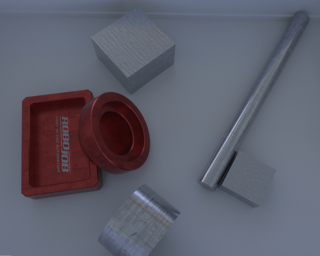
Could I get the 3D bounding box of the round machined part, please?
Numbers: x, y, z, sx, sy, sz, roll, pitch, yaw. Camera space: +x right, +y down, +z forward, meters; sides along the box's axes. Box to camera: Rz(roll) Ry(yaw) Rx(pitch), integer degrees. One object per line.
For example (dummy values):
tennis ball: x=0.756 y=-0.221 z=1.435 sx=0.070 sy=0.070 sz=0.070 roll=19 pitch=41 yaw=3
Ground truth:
round machined part: x=-0.060 y=0.009 z=0.377 sx=0.042 sy=0.099 sz=0.098 roll=-22 pitch=66 yaw=33

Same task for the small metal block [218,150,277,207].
small metal block: x=0.109 y=0.064 z=0.388 sx=0.050 sy=0.025 sz=0.050 roll=28 pitch=72 yaw=9

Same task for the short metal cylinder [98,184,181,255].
short metal cylinder: x=-0.022 y=0.109 z=0.340 sx=0.050 sy=0.080 sz=0.080 roll=37 pitch=74 yaw=12

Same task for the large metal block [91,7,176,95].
large metal block: x=-0.036 y=-0.108 z=0.435 sx=0.080 sy=0.050 sz=0.080 roll=-38 pitch=75 yaw=-13

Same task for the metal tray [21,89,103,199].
metal tray: x=-0.126 y=0.019 z=0.398 sx=0.091 sy=0.030 sz=0.129 roll=-8 pitch=70 yaw=-3

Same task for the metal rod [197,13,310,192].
metal rod: x=0.137 y=-0.047 z=0.428 sx=0.025 sy=0.025 sz=0.300 roll=31 pitch=72 yaw=10
